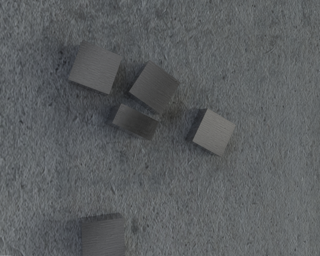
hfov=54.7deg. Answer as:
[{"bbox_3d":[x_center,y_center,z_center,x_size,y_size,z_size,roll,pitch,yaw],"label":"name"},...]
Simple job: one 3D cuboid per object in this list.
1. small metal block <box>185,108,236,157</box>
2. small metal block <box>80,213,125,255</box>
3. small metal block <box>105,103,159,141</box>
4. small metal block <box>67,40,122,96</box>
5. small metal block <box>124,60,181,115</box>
[{"bbox_3d":[0.071,0.007,0.435,0.050,0.025,0.050,29,81,-18],"label":"small metal block"},{"bbox_3d":[-0.071,0.136,0.383,0.050,0.025,0.050,-2,91,-20],"label":"small metal block"},{"bbox_3d":[-0.036,-0.007,0.382,0.050,0.050,0.025,26,82,-18],"label":"small metal block"},{"bbox_3d":[-0.080,-0.072,0.379,0.050,0.025,0.050,20,83,-19],"label":"small metal block"},{"bbox_3d":[-0.010,-0.052,0.405,0.050,0.025,0.050,35,79,-17],"label":"small metal block"}]
